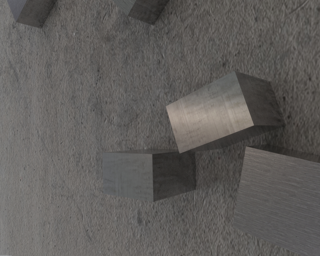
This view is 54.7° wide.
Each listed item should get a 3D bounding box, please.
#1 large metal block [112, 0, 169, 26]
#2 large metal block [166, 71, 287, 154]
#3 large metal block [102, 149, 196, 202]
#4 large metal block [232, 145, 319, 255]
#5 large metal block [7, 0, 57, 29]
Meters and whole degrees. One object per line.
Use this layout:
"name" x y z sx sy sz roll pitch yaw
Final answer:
"large metal block" -0.026 -0.198 0.410 0.080 0.050 0.080 51 120 27
"large metal block" 0.067 -0.012 0.313 0.080 0.081 0.050 -25 74 37
"large metal block" -0.012 0.053 0.379 0.080 0.081 0.050 -2 89 40
"large metal block" 0.122 0.063 0.288 0.080 0.050 0.079 13 98 39
"large metal block" -0.247 -0.254 0.592 0.080 0.050 0.080 -44 64 31
